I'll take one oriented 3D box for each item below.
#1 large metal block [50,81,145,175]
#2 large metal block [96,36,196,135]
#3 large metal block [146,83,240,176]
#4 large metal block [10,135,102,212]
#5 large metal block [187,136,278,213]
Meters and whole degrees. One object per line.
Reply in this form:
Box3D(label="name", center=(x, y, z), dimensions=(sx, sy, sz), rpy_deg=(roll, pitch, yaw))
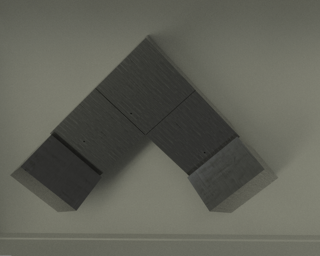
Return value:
Box3D(label="large metal block", center=(-0.075, -0.001, 0.395), dimensions=(0.080, 0.050, 0.080), rpy_deg=(-42, 105, 14))
Box3D(label="large metal block", center=(-0.016, -0.053, 0.376), dimensions=(0.080, 0.050, 0.080), rpy_deg=(-42, 105, 14))
Box3D(label="large metal block", center=(0.040, 0.001, 0.397), dimensions=(0.080, 0.050, 0.080), rpy_deg=(-42, 105, 14))
Box3D(label="large metal block", center=(-0.134, 0.061, 0.394), dimensions=(0.080, 0.050, 0.080), rpy_deg=(44, 147, -15))
Box3D(label="large metal block", center=(0.095, 0.064, 0.398), dimensions=(0.080, 0.050, 0.080), rpy_deg=(-42, 148, 14))
